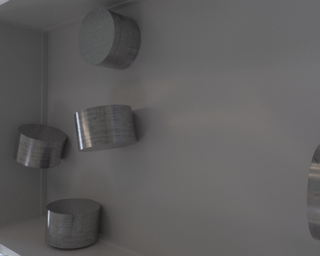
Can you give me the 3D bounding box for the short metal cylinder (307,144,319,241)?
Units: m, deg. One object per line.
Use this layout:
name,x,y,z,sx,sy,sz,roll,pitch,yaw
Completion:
short metal cylinder,0.154,0.053,0.244,0.050,0.081,0.079,1,91,40

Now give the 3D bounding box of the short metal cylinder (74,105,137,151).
short metal cylinder,-0.076,0.002,0.434,0.080,0.081,0.050,-16,80,39

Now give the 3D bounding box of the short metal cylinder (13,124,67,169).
short metal cylinder,-0.211,0.031,0.546,0.080,0.081,0.050,28,108,36

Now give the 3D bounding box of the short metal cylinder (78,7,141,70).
short metal cylinder,-0.074,-0.128,0.452,0.080,0.050,0.080,0,90,40

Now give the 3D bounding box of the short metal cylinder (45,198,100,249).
short metal cylinder,-0.135,0.146,0.483,0.080,0.081,0.050,6,94,40
